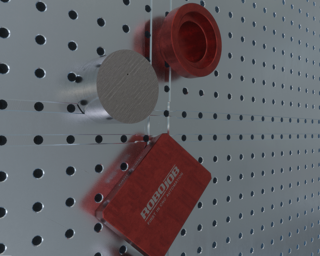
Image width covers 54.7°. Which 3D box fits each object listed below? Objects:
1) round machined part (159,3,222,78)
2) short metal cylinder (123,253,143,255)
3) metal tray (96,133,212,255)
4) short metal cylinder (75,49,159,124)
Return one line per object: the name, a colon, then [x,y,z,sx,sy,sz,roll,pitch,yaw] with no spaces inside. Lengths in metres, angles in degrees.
round machined part: [0.038,-0.118,0.430,0.099,0.042,0.097,0,90,-40]
short metal cylinder: [-0.025,0.199,0.373,0.081,0.050,0.079,0,91,-40]
metal tray: [-0.003,0.082,0.385,0.090,0.030,0.130,43,62,-10]
short metal cylinder: [-0.048,-0.045,0.353,0.081,0.050,0.079,0,90,-40]
